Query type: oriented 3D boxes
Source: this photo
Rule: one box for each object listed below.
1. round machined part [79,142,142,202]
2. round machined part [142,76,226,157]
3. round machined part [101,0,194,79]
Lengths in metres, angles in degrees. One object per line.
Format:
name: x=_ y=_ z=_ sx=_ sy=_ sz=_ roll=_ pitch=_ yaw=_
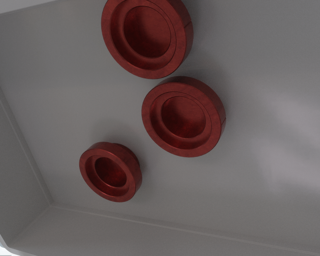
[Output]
round machined part: x=-0.070 y=0.062 z=0.473 sx=0.098 sy=0.042 sz=0.097 roll=13 pitch=124 yaw=21
round machined part: x=0.031 y=-0.017 z=0.371 sx=0.098 sy=0.042 sz=0.097 roll=13 pitch=124 yaw=21
round machined part: x=-0.010 y=-0.106 z=0.333 sx=0.098 sy=0.042 sz=0.097 roll=15 pitch=131 yaw=19
